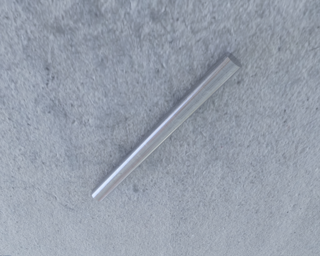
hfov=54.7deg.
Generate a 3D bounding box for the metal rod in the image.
[{"bbox_3d":[-0.008,0.015,0.419,0.025,0.025,0.299,30,124,-23],"label":"metal rod"}]
